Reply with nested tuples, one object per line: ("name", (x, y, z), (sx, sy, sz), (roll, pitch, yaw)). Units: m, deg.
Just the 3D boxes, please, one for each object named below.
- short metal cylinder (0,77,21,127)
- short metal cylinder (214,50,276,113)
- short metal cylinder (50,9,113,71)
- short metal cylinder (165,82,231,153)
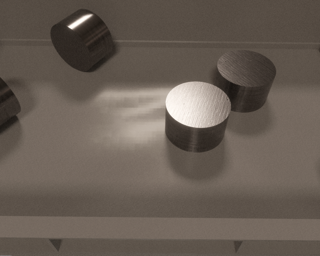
("short metal cylinder", (-0.229, -0.036, 0.397), (0.080, 0.080, 0.050), (28, 55, 21))
("short metal cylinder", (0.120, -0.068, 0.448), (0.081, 0.050, 0.080), (0, 50, 0))
("short metal cylinder", (-0.121, -0.136, 0.482), (0.080, 0.080, 0.050), (26, 55, 20))
("short metal cylinder", (0.047, -0.015, 0.402), (0.081, 0.050, 0.080), (0, 50, 0))
